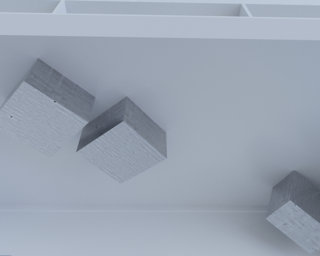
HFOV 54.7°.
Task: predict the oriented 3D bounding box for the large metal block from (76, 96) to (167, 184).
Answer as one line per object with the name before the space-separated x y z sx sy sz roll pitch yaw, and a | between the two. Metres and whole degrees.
large metal block | -0.048 0.018 0.408 0.080 0.050 0.080 -32 124 23

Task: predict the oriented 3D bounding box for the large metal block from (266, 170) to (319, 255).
large metal block | 0.213 0.123 0.463 0.080 0.080 0.050 39 125 5

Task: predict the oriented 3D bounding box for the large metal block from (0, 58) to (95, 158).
large metal block | -0.138 -0.021 0.372 0.080 0.050 0.080 36 121 -27
